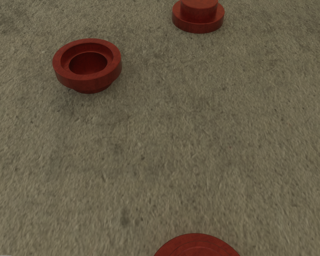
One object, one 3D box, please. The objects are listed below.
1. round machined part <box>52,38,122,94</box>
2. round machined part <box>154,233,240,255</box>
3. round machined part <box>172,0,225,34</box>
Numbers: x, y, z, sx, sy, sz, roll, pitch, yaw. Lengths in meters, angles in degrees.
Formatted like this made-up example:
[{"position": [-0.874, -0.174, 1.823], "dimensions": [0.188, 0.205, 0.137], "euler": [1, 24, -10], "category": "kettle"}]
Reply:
[{"position": [-0.106, -0.089, 0.466], "dimensions": [0.099, 0.042, 0.098], "euler": [0, 50, 0], "category": "round machined part"}, {"position": [0.035, 0.141, 0.274], "dimensions": [0.099, 0.042, 0.098], "euler": [0, 50, 0], "category": "round machined part"}, {"position": [0.072, -0.222, 0.580], "dimensions": [0.099, 0.042, 0.098], "euler": [0, 50, 0], "category": "round machined part"}]
